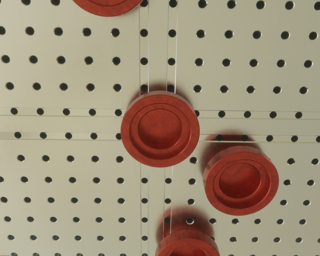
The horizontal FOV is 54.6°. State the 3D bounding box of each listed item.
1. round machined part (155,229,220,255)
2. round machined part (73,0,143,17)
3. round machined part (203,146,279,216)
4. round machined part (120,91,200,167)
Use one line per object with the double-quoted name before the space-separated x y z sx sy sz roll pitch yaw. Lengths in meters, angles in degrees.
"round machined part" 0.042 0.196 0.477 0.099 0.042 0.097 0 110 0
"round machined part" -0.057 -0.174 0.340 0.099 0.042 0.097 0 110 0
"round machined part" 0.109 0.069 0.430 0.099 0.042 0.097 0 110 0
"round machined part" 0.000 -0.001 0.404 0.099 0.042 0.097 0 110 0
